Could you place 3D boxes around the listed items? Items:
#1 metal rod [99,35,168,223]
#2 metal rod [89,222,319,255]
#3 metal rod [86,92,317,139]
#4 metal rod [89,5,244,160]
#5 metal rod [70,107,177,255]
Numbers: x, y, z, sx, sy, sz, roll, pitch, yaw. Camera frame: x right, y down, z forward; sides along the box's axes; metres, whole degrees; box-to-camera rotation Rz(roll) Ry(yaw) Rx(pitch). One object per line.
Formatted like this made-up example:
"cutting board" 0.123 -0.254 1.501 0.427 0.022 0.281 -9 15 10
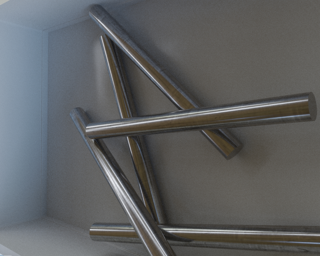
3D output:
"metal rod" -0.039 0.002 0.439 0.025 0.025 0.299 -26 73 37
"metal rod" 0.036 0.122 0.353 0.300 0.025 0.025 -10 84 32
"metal rod" 0.015 -0.007 0.358 0.300 0.025 0.025 -6 87 40
"metal rod" -0.007 -0.074 0.404 0.300 0.025 0.025 48 119 26
"metal rod" -0.066 0.060 0.425 0.300 0.025 0.025 49 119 41
